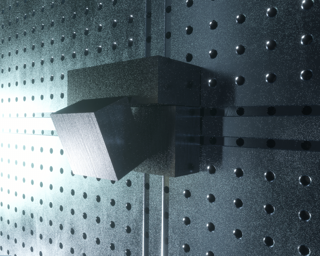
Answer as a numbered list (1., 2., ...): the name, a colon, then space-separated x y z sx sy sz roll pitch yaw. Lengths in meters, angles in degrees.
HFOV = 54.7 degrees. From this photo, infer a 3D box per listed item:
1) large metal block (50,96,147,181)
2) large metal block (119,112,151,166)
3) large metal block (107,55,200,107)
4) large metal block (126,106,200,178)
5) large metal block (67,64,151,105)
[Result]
1. large metal block: -0.072 0.011 0.363 0.080 0.050 0.080 0 114 39
2. large metal block: -0.060 0.012 0.438 0.080 0.050 0.079 1 91 39
3. large metal block: -0.007 -0.051 0.376 0.080 0.081 0.050 1 91 39
4. large metal block: 0.002 0.014 0.386 0.080 0.050 0.079 1 91 39
5. large metal block: -0.069 -0.053 0.427 0.080 0.081 0.050 1 91 39
